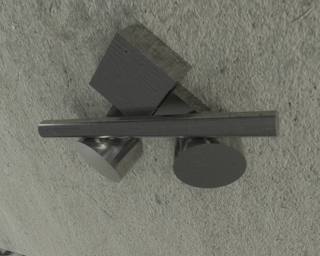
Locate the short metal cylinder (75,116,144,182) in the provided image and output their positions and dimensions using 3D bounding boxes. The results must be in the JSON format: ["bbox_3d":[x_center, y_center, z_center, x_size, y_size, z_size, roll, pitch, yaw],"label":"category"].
[{"bbox_3d":[-0.070,0.030,0.429,0.080,0.050,0.080,31,153,19],"label":"short metal cylinder"}]

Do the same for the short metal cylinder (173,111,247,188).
[{"bbox_3d":[0.056,0.027,0.361,0.080,0.050,0.080,1,135,2],"label":"short metal cylinder"}]

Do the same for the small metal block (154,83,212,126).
[{"bbox_3d":[0.026,-0.018,0.383,0.050,0.025,0.050,40,129,1],"label":"small metal block"}]

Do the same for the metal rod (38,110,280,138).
[{"bbox_3d":[-0.025,-0.001,0.354,0.300,0.025,0.025,-1,118,28],"label":"metal rod"}]

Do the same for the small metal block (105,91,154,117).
[{"bbox_3d":[-0.038,-0.020,0.416,0.050,0.025,0.050,40,128,1],"label":"small metal block"}]

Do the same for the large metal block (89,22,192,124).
[{"bbox_3d":[-0.024,-0.062,0.364,0.080,0.050,0.080,41,129,0],"label":"large metal block"}]
